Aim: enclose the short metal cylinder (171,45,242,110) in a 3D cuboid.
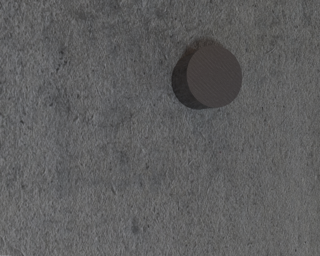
[{"bbox_3d":[0.062,-0.066,0.418,0.081,0.050,0.080,0,90,-20],"label":"short metal cylinder"}]
